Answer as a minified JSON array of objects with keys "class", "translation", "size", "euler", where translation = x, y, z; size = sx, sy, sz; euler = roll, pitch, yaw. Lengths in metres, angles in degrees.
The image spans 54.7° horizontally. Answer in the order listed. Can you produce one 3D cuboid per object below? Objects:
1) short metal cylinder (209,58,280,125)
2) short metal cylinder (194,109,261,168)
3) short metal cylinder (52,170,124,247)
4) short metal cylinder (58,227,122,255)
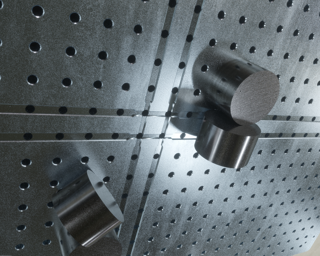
[{"class":"short metal cylinder","translation":[0.117,-0.050,0.430],"size":[0.081,0.050,0.079],"euler":[-14,124,-21]},{"class":"short metal cylinder","translation":[0.094,0.013,0.438],"size":[0.081,0.080,0.050],"euler":[0,118,-29]},{"class":"short metal cylinder","translation":[-0.089,0.100,0.390],"size":[0.050,0.080,0.080],"euler":[-35,129,-5]},{"class":"short metal cylinder","translation":[-0.101,0.168,0.445],"size":[0.081,0.050,0.079],"euler":[-14,125,-21]}]
